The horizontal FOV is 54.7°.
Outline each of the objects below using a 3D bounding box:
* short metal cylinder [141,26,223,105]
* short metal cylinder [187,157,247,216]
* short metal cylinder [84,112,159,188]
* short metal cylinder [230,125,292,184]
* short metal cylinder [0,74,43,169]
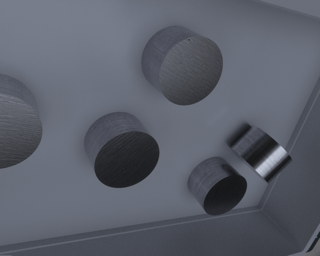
[{"bbox_3d":[0.025,-0.073,0.361,0.081,0.050,0.079,-14,124,-21],"label":"short metal cylinder"},{"bbox_3d":[0.092,0.093,0.500,0.081,0.050,0.079,-14,124,-21],"label":"short metal cylinder"},{"bbox_3d":[-0.048,0.027,0.383,0.081,0.050,0.079,-14,124,-21],"label":"short metal cylinder"},{"bbox_3d":[0.156,0.041,0.483,0.050,0.080,0.080,-46,129,3],"label":"short metal cylinder"},{"bbox_3d":[-0.160,-0.007,0.301,0.081,0.050,0.079,-14,124,-21],"label":"short metal cylinder"}]
